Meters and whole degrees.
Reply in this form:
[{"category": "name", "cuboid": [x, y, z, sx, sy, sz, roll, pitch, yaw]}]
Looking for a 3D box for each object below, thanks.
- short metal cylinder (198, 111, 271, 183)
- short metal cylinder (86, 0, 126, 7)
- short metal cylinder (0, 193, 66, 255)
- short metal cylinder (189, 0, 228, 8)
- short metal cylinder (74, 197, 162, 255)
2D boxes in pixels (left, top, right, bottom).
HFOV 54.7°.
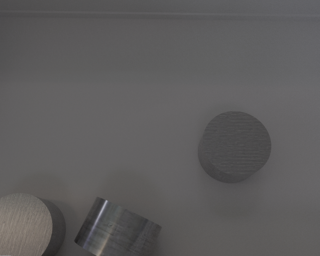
[{"category": "short metal cylinder", "cuboid": [0.091, 0.025, 0.388, 0.081, 0.050, 0.080, 0, 70, 0]}, {"category": "short metal cylinder", "cuboid": [-0.083, -0.231, 0.466, 0.081, 0.080, 0.050, -11, 71, -4]}, {"category": "short metal cylinder", "cuboid": [-0.155, 0.118, 0.352, 0.081, 0.050, 0.080, 0, 70, 0]}, {"category": "short metal cylinder", "cuboid": [0.078, -0.238, 0.486, 0.081, 0.050, 0.080, 0, 70, 0]}, {"category": "short metal cylinder", "cuboid": [-0.044, 0.115, 0.338, 0.080, 0.080, 0.050, 23, 72, 8]}]
